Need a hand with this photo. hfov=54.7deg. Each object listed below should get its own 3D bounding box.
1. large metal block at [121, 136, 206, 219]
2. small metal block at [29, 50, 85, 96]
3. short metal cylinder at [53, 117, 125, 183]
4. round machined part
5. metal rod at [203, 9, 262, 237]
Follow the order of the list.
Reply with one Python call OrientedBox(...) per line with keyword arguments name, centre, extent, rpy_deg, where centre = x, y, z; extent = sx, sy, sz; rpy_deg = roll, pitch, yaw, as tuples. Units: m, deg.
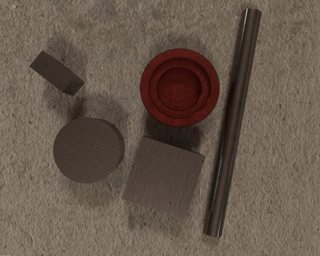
OrientedBox(name="large metal block", centre=(0.004, 0.060, 0.398), extent=(0.080, 0.050, 0.080), rpy_deg=(18, 90, -1))
OrientedBox(name="small metal block", centre=(-0.129, -0.068, 0.396), extent=(0.050, 0.050, 0.025), rpy_deg=(39, 90, -1))
OrientedBox(name="short metal cylinder", centre=(-0.088, 0.027, 0.396), extent=(0.081, 0.050, 0.079), rpy_deg=(0, 90, -1))
OrientedBox(name="round machined part", centre=(0.024, -0.050, 0.402), extent=(0.099, 0.042, 0.097), rpy_deg=(0, 90, -1))
OrientedBox(name="metal rod", centre=(0.096, -0.007, 0.411), extent=(0.025, 0.025, 0.298), rpy_deg=(10, 90, -1))
